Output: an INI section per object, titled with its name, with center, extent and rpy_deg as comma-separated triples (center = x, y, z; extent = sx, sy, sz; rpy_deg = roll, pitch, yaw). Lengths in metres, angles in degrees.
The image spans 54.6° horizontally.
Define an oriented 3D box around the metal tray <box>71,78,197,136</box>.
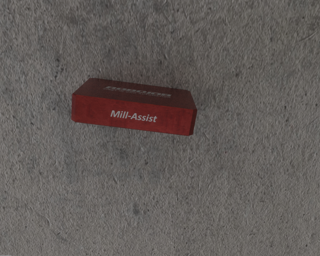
[metal tray]
center = -0.027, -0.028, 0.364
extent = 0.131, 0.090, 0.030
rpy_deg = 7, 110, -3
